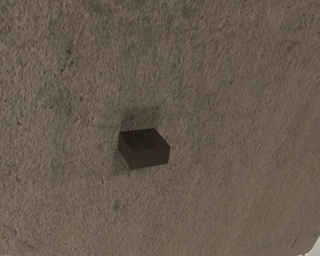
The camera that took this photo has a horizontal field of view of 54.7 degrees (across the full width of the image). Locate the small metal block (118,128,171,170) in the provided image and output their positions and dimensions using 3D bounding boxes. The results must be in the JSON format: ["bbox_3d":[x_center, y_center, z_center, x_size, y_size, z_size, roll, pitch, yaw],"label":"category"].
[{"bbox_3d":[-0.021,0.025,0.396,0.050,0.050,0.025,-6,121,-26],"label":"small metal block"}]
